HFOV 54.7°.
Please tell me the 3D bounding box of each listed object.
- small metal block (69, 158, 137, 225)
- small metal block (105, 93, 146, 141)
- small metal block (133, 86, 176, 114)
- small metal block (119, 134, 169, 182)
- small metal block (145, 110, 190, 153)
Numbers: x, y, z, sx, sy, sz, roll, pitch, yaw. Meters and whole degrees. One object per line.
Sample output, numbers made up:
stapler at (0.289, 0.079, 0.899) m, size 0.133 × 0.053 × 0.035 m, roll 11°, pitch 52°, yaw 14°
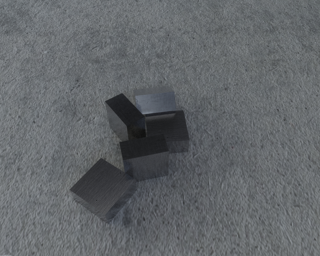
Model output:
small metal block at (-0.062, 0.069, 0.345) m, size 0.050 × 0.025 × 0.050 m, roll 28°, pitch 56°, yaw 21°
small metal block at (-0.043, -0.007, 0.393) m, size 0.025 × 0.050 × 0.050 m, roll -30°, pitch 56°, yaw -22°
small metal block at (-0.009, -0.038, 0.420) m, size 0.050 × 0.025 × 0.050 m, roll -7°, pitch 17°, yaw -6°
small metal block at (-0.017, 0.036, 0.356) m, size 0.050 × 0.050 × 0.025 m, roll -11°, pitch 51°, yaw -9°
small metal block at (0.008, 0.006, 0.398) m, size 0.050 × 0.025 × 0.050 m, roll -4°, pitch 50°, yaw -4°
